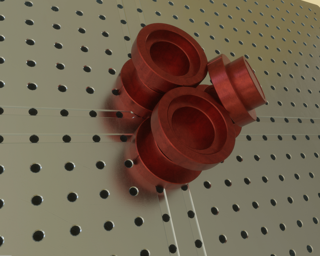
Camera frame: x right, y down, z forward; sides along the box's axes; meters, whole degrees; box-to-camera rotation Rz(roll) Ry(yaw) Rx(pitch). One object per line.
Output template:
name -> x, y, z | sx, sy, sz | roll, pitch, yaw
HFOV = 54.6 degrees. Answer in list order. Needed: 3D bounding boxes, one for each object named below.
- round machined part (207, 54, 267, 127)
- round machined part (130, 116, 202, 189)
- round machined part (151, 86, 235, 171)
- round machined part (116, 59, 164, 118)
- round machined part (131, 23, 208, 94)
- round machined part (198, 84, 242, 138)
round machined part -> 0.105, -0.054, 0.405 | 0.098, 0.042, 0.098 | 45, 30, -35
round machined part -> 0.015, 0.024, 0.391 | 0.099, 0.042, 0.098 | 13, 56, -21
round machined part -> 0.034, 0.004, 0.358 | 0.099, 0.042, 0.098 | 13, 56, -21
round machined part -> -0.008, -0.063, 0.432 | 0.099, 0.042, 0.098 | 13, 56, -21
round machined part -> 0.009, -0.083, 0.398 | 0.099, 0.042, 0.098 | 13, 56, -21
round machined part -> 0.081, -0.025, 0.456 | 0.099, 0.042, 0.098 | 13, 56, -21
